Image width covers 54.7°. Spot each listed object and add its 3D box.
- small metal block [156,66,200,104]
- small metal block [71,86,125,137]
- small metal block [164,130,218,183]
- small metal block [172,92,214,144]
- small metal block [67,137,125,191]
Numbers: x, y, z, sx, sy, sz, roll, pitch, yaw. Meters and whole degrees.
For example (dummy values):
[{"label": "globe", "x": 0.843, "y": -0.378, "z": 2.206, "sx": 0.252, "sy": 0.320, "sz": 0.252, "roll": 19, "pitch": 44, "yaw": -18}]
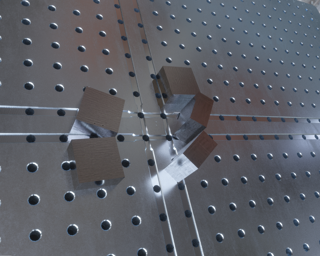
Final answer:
[{"label": "small metal block", "x": 0.028, "y": -0.064, "z": 0.464, "sx": 0.050, "sy": 0.025, "sz": 0.050, "roll": -3, "pitch": 63, "yaw": -30}, {"label": "small metal block", "x": -0.075, "y": -0.017, "z": 0.379, "sx": 0.050, "sy": 0.025, "sz": 0.050, "roll": 19, "pitch": 54, "yaw": -17}, {"label": "small metal block", "x": 0.039, "y": 0.037, "z": 0.392, "sx": 0.025, "sy": 0.050, "sz": 0.050, "roll": 45, "pitch": 51, "yaw": 2}, {"label": "small metal block", "x": 0.045, "y": -0.014, "z": 0.427, "sx": 0.025, "sy": 0.050, "sz": 0.050, "roll": 30, "pitch": 52, "yaw": -10}, {"label": "small metal block", "x": -0.072, "y": 0.039, "z": 0.346, "sx": 0.050, "sy": 0.025, "sz": 0.050, "roll": -3, "pitch": 63, "yaw": -30}]
